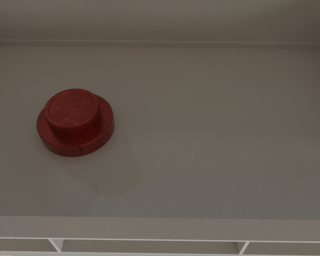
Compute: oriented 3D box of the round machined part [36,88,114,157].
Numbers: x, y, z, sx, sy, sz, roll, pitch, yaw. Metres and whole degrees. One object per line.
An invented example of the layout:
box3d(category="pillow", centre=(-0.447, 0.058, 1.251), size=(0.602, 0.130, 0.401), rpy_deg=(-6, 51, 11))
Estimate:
box3d(category="round machined part", centre=(-0.111, -0.014, 0.405), size=(0.099, 0.042, 0.098), rpy_deg=(0, 50, 0))
